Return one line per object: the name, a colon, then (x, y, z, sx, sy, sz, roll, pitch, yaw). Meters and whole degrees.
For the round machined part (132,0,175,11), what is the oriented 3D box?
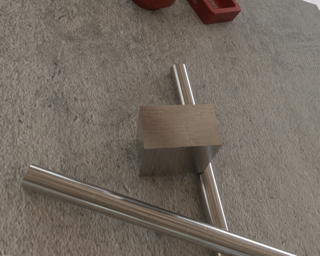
round machined part: (-0.018, -0.242, 0.533, 0.099, 0.042, 0.098, 14, 56, -21)

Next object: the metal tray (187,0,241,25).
metal tray: (0.092, -0.268, 0.615, 0.091, 0.030, 0.130, -22, 73, -36)

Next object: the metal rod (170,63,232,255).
metal rod: (0.053, 0.040, 0.409, 0.025, 0.025, 0.299, 3, 60, -27)

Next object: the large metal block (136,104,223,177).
large metal block: (0.016, 0.016, 0.356, 0.081, 0.080, 0.050, -2, 62, -10)

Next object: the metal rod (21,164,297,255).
metal rod: (0.009, 0.100, 0.326, 0.302, 0.025, 0.025, 21, 53, -8)
